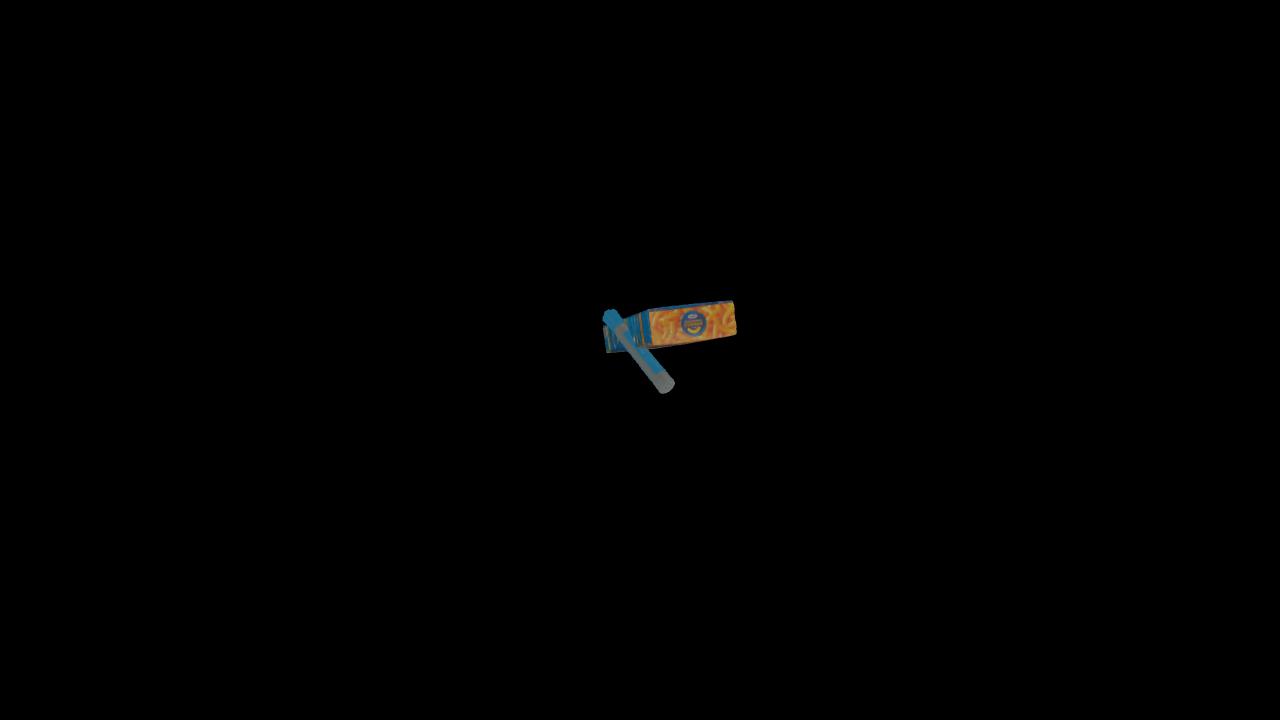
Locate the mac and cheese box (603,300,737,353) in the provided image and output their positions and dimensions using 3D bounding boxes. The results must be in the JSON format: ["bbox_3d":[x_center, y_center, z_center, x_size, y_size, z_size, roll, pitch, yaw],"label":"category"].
[{"bbox_3d":[0.025,-0.034,0.683,0.093,0.041,0.184,-6,0,-16],"label":"mac and cheese box"}]

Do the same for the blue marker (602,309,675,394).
[{"bbox_3d":[-0.004,-0.013,0.645,0.020,0.020,0.121,0,42,-45],"label":"blue marker"}]
